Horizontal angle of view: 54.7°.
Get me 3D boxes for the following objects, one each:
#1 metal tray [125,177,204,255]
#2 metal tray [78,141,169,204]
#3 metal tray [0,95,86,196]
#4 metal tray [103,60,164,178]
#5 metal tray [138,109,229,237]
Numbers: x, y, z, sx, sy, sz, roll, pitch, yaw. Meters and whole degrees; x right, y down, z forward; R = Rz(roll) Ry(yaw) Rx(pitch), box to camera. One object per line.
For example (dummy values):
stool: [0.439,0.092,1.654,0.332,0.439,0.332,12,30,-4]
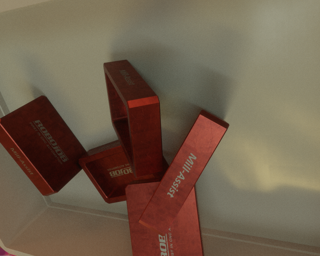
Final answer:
metal tray: [0.008,0.132,0.409,0.090,0.030,0.129,-7,88,7]
metal tray: [-0.052,0.064,0.470,0.130,0.030,0.090,-19,109,35]
metal tray: [-0.176,0.026,0.472,0.030,0.090,0.130,-23,106,36]
metal tray: [-0.033,-0.016,0.356,0.030,0.130,0.089,-12,121,-15]
metal tray: [0.028,0.043,0.341,0.030,0.090,0.129,30,97,6]
